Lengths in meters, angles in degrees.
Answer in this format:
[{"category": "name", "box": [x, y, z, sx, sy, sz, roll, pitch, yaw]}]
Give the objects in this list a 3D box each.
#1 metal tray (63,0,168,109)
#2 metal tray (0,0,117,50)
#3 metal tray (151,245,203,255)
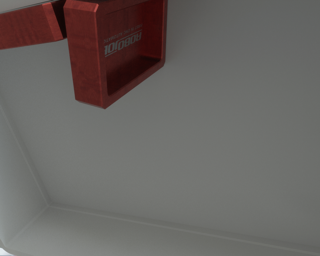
[{"category": "metal tray", "box": [-0.034, -0.086, 0.304, 0.030, 0.131, 0.089, 16, 125, 21]}, {"category": "metal tray", "box": [-0.099, -0.116, 0.319, 0.090, 0.131, 0.030, 1, 119, 27]}, {"category": "metal tray", "box": [0.052, 0.260, 0.540, 0.130, 0.030, 0.089, 4, 120, 26]}]
